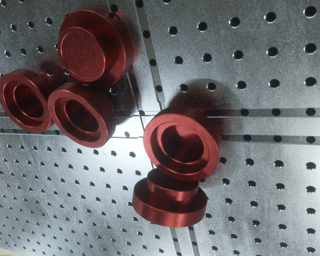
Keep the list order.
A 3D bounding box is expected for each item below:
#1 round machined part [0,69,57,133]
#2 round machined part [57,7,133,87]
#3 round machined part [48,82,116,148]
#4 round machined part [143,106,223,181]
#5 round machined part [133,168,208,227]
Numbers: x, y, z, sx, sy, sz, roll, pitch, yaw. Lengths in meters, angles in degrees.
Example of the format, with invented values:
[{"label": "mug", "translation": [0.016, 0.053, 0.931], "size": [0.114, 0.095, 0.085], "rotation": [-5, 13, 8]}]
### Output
[{"label": "round machined part", "translation": [-0.192, -0.044, 0.472], "size": [0.098, 0.042, 0.097], "rotation": [13, 124, 20]}, {"label": "round machined part", "translation": [-0.086, -0.096, 0.385], "size": [0.098, 0.042, 0.097], "rotation": [13, 124, 20]}, {"label": "round machined part", "translation": [-0.103, -0.022, 0.432], "size": [0.098, 0.042, 0.097], "rotation": [18, 136, 19]}, {"label": "round machined part", "translation": [0.032, 0.016, 0.392], "size": [0.098, 0.042, 0.097], "rotation": [13, 124, 20]}, {"label": "round machined part", "translation": [0.014, 0.085, 0.411], "size": [0.098, 0.098, 0.042], "rotation": [15, 108, 19]}]
